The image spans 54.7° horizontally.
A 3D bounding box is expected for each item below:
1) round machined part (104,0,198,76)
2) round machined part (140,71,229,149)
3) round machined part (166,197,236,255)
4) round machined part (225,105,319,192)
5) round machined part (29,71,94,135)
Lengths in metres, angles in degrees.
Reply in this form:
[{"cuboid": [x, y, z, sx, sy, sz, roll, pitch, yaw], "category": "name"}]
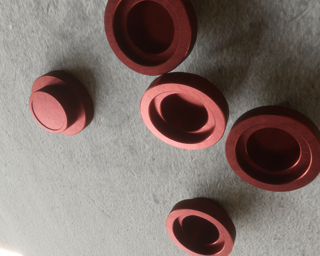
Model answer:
[{"cuboid": [-0.006, -0.109, 0.331, 0.098, 0.042, 0.097, 13, 124, 20], "category": "round machined part"}, {"cuboid": [0.030, -0.024, 0.355, 0.098, 0.042, 0.097, 14, 137, 14], "category": "round machined part"}, {"cuboid": [0.062, 0.141, 0.449, 0.098, 0.042, 0.097, 13, 124, 20], "category": "round machined part"}, {"cuboid": [0.125, 0.019, 0.341, 0.098, 0.042, 0.097, 13, 124, 20], "category": "round machined part"}, {"cuboid": [-0.150, -0.031, 0.454, 0.098, 0.042, 0.097, 13, 124, 20], "category": "round machined part"}]
